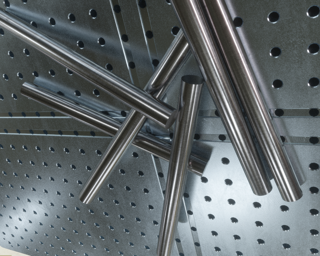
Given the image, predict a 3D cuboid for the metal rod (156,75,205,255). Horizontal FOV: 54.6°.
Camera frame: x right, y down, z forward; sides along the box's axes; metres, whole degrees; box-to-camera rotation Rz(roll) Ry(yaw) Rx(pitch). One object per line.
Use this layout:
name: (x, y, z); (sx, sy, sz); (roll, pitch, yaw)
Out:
metal rod: (0.021, 0.073, 0.411); (0.025, 0.025, 0.298); (18, 124, 18)

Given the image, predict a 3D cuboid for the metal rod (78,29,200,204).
metal rod: (-0.040, 0.002, 0.405); (0.025, 0.025, 0.298); (37, 120, 3)

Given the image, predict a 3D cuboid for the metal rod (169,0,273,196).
metal rod: (0.064, -0.044, 0.332); (0.025, 0.025, 0.299); (-12, 118, 33)

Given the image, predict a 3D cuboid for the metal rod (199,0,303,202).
metal rod: (0.093, -0.045, 0.334); (0.025, 0.025, 0.299); (-16, 110, 34)

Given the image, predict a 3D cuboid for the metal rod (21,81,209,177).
metal rod: (-0.074, -0.004, 0.448); (0.301, 0.025, 0.025); (23, 127, 14)

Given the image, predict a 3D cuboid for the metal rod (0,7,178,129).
metal rod: (-0.108, -0.084, 0.388); (0.300, 0.025, 0.025); (32, 129, 19)
